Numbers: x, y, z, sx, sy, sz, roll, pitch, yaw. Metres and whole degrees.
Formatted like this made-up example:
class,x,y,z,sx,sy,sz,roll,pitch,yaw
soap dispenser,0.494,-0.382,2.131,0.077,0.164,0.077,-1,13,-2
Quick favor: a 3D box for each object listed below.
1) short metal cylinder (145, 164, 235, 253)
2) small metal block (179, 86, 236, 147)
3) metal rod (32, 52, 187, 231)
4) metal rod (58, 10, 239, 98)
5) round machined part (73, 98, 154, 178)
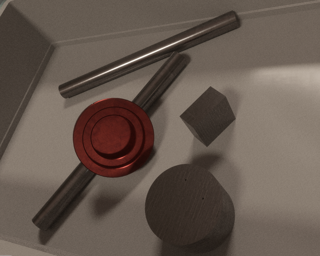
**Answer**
class,x,y,z,sx,sy,sz,roll,pitch,yaw
short metal cylinder,0.032,0.084,0.321,0.080,0.050,0.080,-13,56,20
small metal block,0.058,-0.012,0.366,0.050,0.050,0.025,-45,51,-3
metal rod,-0.064,0.012,0.430,0.025,0.025,0.300,33,79,38
metal rod,-0.028,-0.109,0.485,0.301,0.025,0.025,-19,55,16
round machined part,-0.060,0.011,0.395,0.098,0.098,0.042,-51,15,-8
